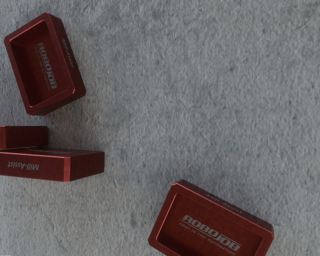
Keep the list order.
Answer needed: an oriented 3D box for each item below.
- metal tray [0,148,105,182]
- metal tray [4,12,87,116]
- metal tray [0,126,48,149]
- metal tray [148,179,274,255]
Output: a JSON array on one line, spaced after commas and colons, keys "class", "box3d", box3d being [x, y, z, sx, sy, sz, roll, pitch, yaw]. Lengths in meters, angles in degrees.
[{"class": "metal tray", "box3d": [-0.155, 0.047, 0.427, 0.130, 0.090, 0.030, 2, 91, 19]}, {"class": "metal tray", "box3d": [-0.174, -0.093, 0.465, 0.090, 0.030, 0.129, -23, 83, 18]}, {"class": "metal tray", "box3d": [-0.247, 0.015, 0.459, 0.130, 0.090, 0.030, -3, 89, 19]}, {"class": "metal tray", "box3d": [0.061, 0.133, 0.384, 0.130, 0.030, 0.089, 25, 98, 17]}]
